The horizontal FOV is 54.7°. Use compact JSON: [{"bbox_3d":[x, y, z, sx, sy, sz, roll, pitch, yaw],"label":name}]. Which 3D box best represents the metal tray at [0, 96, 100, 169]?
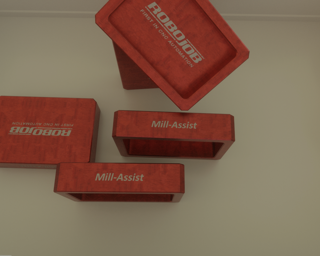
[{"bbox_3d":[-0.149,0.006,0.403,0.131,0.030,0.090,2,70,0],"label":"metal tray"}]

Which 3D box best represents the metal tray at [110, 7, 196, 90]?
[{"bbox_3d":[-0.008,-0.092,0.388,0.091,0.130,0.030,-4,70,-2],"label":"metal tray"}]

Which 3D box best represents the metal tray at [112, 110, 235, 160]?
[{"bbox_3d":[0.015,0.011,0.371,0.131,0.090,0.030,2,71,0],"label":"metal tray"}]

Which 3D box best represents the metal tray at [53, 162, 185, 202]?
[{"bbox_3d":[-0.041,0.064,0.351,0.131,0.090,0.030,1,70,0],"label":"metal tray"}]

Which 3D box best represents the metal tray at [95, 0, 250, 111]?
[{"bbox_3d":[0.014,-0.092,0.309,0.090,0.030,0.130,-42,109,13],"label":"metal tray"}]
